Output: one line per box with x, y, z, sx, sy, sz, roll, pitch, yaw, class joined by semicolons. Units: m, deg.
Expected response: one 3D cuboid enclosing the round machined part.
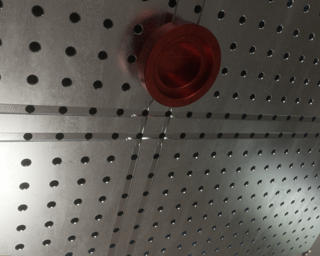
0.019;-0.077;0.365;0.099;0.042;0.097;-14;125;-21;round machined part
